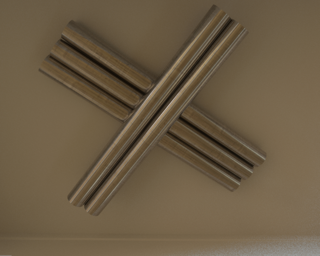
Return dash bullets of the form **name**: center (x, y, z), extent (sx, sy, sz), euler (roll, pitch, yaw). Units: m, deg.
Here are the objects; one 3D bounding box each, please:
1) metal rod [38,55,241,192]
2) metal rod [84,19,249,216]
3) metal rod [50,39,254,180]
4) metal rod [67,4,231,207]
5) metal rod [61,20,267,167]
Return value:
- **metal rod**: center (-0.017, 0.000, 0.409), extent (0.301, 0.025, 0.025), euler (33, 107, -12)
- **metal rod**: center (-0.002, -0.001, 0.382), extent (0.025, 0.025, 0.299), euler (36, 106, -12)
- **metal rod**: center (-0.002, -0.018, 0.403), extent (0.301, 0.025, 0.025), euler (33, 107, -12)
- **metal rod**: center (-0.023, -0.015, 0.377), extent (0.025, 0.025, 0.299), euler (36, 106, -12)
- **metal rod**: center (0.014, -0.037, 0.396), extent (0.301, 0.025, 0.025), euler (33, 107, -12)
